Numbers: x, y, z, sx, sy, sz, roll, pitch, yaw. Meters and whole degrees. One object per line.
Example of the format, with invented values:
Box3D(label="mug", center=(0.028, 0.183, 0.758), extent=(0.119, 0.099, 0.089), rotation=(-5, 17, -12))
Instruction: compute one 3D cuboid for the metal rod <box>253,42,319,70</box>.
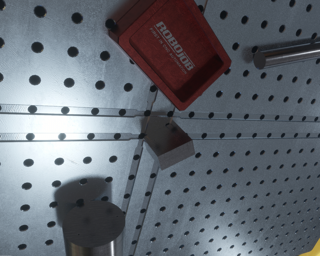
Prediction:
Box3D(label="metal rod", center=(0.275, -0.126, 0.482), extent=(0.302, 0.025, 0.025), rotation=(-14, 124, -21))

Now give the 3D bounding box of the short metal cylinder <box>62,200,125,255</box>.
Box3D(label="short metal cylinder", center=(-0.087, 0.144, 0.417), extent=(0.081, 0.080, 0.050), rotation=(-10, 123, -23))

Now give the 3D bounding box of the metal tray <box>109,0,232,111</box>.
Box3D(label="metal tray", center=(0.017, -0.091, 0.360), extent=(0.090, 0.030, 0.130), rotation=(-44, 129, 2))

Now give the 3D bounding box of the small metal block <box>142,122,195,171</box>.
Box3D(label="small metal block", center=(0.012, 0.023, 0.415), extent=(0.050, 0.050, 0.025), rotation=(-25, 128, -13))
